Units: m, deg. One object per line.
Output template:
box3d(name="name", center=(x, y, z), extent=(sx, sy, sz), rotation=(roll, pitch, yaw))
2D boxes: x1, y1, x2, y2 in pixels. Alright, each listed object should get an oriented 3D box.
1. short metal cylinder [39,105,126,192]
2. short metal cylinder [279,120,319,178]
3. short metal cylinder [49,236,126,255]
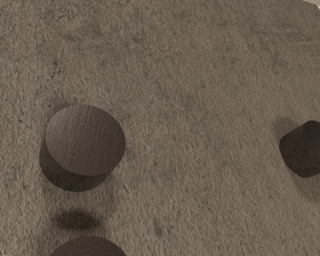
box3d(name="short metal cylinder", center=(-0.083, 0.022, 0.331), extent=(0.081, 0.050, 0.080), rotation=(14, 56, -21))
box3d(name="short metal cylinder", center=(0.243, 0.034, 0.501), extent=(0.081, 0.050, 0.080), rotation=(14, 56, -21))
box3d(name="short metal cylinder", center=(-0.068, 0.139, 0.267), extent=(0.081, 0.050, 0.080), rotation=(14, 56, -21))
